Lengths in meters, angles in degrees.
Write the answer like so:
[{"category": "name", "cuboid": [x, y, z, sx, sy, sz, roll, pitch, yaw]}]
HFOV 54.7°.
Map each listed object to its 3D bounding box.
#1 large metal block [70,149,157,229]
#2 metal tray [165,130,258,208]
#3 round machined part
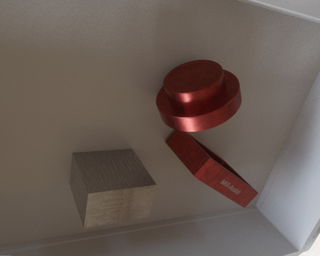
[{"category": "large metal block", "cuboid": [-0.061, 0.070, 0.384, 0.081, 0.080, 0.050, -2, 119, -28]}, {"category": "metal tray", "cuboid": [0.075, 0.057, 0.444, 0.030, 0.090, 0.130, -50, 129, 6]}, {"category": "round machined part", "cuboid": [0.042, -0.044, 0.359, 0.099, 0.098, 0.042, -29, 129, -10]}]
